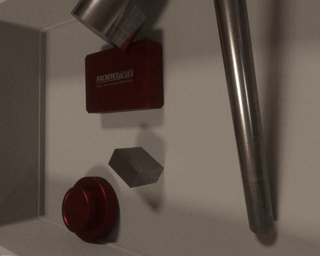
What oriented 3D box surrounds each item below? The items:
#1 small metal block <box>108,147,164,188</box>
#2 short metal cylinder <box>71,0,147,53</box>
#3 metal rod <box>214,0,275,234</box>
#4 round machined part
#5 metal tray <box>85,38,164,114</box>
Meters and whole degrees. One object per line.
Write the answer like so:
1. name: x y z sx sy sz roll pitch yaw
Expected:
1. small metal block: -0.032 0.051 0.415 0.050 0.050 0.025 40 114 32
2. short metal cylinder: -0.063 -0.140 0.391 0.080 0.080 0.050 38 94 33
3. metal rod: 0.073 -0.035 0.274 0.025 0.025 0.298 3 114 40
4. round machined part: -0.115 0.125 0.481 0.098 0.042 0.097 -7 79 39
5. metal tray: -0.055 -0.069 0.447 0.130 0.030 0.089 -2 89 39
